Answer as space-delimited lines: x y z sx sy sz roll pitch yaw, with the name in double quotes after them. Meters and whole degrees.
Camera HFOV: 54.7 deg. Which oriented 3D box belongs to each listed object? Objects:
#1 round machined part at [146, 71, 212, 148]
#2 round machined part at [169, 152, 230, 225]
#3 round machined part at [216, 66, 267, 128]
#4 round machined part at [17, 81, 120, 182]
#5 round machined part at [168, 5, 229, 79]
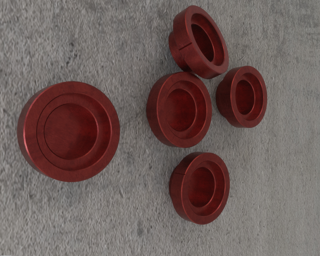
0.021 -0.023 0.411 0.099 0.042 0.097 0 90 -40 "round machined part"
0.051 0.082 0.437 0.099 0.042 0.097 0 90 -40 "round machined part"
0.128 -0.049 0.500 0.099 0.042 0.097 0 90 -40 "round machined part"
-0.093 0.003 0.315 0.099 0.042 0.097 0 90 -40 "round machined part"
0.049 -0.111 0.421 0.098 0.042 0.098 25 55 -41 "round machined part"
